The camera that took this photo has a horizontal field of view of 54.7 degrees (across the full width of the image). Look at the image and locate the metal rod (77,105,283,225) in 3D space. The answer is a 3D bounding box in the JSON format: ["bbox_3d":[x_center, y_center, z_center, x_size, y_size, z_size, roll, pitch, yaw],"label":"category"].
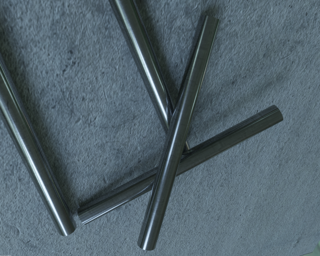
[{"bbox_3d":[0.026,0.050,0.421,0.301,0.025,0.025,-28,129,1],"label":"metal rod"}]

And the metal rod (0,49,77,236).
[{"bbox_3d":[-0.144,0.015,0.336,0.025,0.025,0.298,-20,126,-16],"label":"metal rod"}]

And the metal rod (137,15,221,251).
[{"bbox_3d":[0.020,0.014,0.387,0.025,0.025,0.298,9,102,-32],"label":"metal rod"}]

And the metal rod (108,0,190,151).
[{"bbox_3d":[-0.014,-0.072,0.354,0.025,0.025,0.299,-31,129,-9],"label":"metal rod"}]
